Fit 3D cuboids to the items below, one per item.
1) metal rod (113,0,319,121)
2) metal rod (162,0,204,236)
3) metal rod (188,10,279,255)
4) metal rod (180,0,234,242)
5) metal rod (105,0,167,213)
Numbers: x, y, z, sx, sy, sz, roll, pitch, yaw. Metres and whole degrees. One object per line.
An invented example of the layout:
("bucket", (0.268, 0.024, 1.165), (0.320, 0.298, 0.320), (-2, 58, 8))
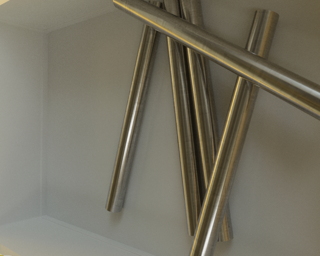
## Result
("metal rod", (0.042, -0.094, 0.332), (0.300, 0.025, 0.025), (40, 114, 35))
("metal rod", (0.030, -0.023, 0.382), (0.025, 0.025, 0.298), (-10, 84, 39))
("metal rod", (0.072, 0.028, 0.324), (0.025, 0.025, 0.298), (17, 94, 39))
("metal rod", (0.052, -0.023, 0.363), (0.025, 0.025, 0.298), (-12, 83, 39))
("metal rod", (-0.037, -0.022, 0.437), (0.025, 0.025, 0.298), (21, 104, 38))
